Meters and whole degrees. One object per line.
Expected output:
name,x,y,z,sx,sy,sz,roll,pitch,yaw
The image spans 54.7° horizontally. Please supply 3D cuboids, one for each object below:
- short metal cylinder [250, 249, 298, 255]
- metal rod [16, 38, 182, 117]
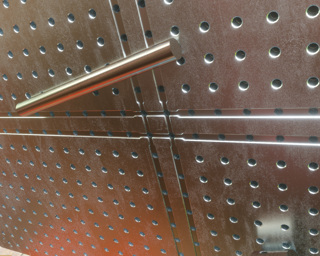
short metal cylinder,0.160,0.208,0.420,0.050,0.080,0.080,-20,108,35
metal rod,-0.104,-0.060,0.429,0.300,0.025,0.025,-13,112,33
